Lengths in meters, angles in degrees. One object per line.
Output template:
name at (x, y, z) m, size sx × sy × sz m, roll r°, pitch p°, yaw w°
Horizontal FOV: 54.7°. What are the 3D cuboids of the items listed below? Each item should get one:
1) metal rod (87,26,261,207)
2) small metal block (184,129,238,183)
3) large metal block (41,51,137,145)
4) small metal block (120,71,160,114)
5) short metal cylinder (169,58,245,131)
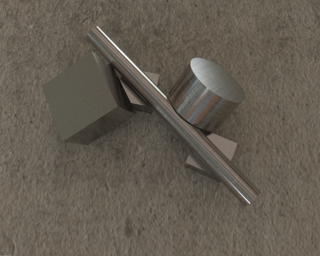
metal rod at (0.007, -0.024, 0.392) m, size 0.025 × 0.025 × 0.300 m, roll -39°, pitch 75°, yaw -13°
small metal block at (0.065, 0.035, 0.398) m, size 0.050 × 0.025 × 0.050 m, roll 23°, pitch 71°, yaw 8°
large metal block at (-0.089, -0.035, 0.390) m, size 0.080 × 0.050 × 0.080 m, roll -31°, pitch 72°, yaw 13°
small metal block at (-0.030, -0.051, 0.428) m, size 0.050 × 0.025 × 0.050 m, roll 12°, pitch 70°, yaw 4°
short metal cylinder at (0.059, -0.043, 0.391) m, size 0.080 × 0.050 × 0.080 m, roll 23°, pitch 37°, yaw -19°
